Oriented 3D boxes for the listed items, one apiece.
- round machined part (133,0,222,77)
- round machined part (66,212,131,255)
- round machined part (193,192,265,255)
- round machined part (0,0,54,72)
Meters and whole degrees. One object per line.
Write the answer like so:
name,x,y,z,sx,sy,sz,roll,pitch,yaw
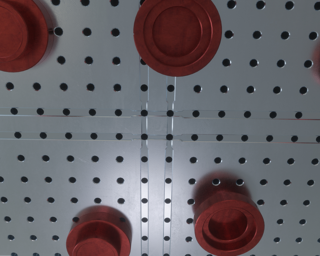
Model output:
round machined part,0.020,-0.112,0.363,0.099,0.042,0.097,0,110,0
round machined part,-0.094,0.181,0.470,0.099,0.042,0.097,0,110,0
round machined part,0.098,0.136,0.455,0.099,0.042,0.097,0,110,0
round machined part,-0.180,-0.113,0.361,0.099,0.042,0.097,0,110,0
